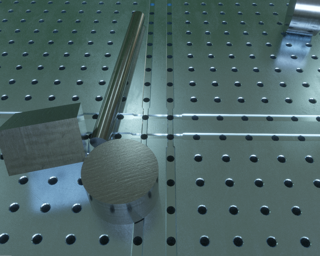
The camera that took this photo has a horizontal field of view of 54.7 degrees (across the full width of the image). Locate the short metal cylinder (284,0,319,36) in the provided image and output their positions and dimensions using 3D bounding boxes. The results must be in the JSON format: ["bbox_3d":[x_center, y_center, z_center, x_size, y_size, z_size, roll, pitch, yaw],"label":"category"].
[{"bbox_3d":[0.257,-0.206,0.547,0.050,0.080,0.080,11,51,9],"label":"short metal cylinder"}]

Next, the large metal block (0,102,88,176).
[{"bbox_3d":[-0.130,0.009,0.360,0.081,0.050,0.080,-10,17,-9],"label":"large metal block"}]

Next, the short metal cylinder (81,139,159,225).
[{"bbox_3d":[-0.042,0.058,0.342,0.081,0.050,0.080,0,50,0],"label":"short metal cylinder"}]

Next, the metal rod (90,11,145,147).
[{"bbox_3d":[-0.058,-0.094,0.486,0.025,0.025,0.300,5,50,4],"label":"metal rod"}]
